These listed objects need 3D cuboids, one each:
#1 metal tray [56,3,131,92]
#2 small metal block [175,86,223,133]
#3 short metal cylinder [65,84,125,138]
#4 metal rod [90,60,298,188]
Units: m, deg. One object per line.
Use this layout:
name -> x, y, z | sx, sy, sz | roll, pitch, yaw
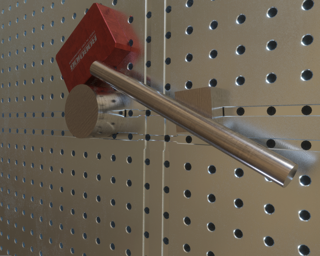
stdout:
metal tray -> -0.111, -0.120, 0.495 | 0.130, 0.030, 0.090 | -39, 66, 32
small metal block -> 0.046, -0.021, 0.370 | 0.050, 0.025, 0.050 | -4, 88, 39
short metal cylinder -> -0.101, -0.025, 0.473 | 0.080, 0.050, 0.079 | 0, 90, 39
metal rod -> 0.013, -0.022, 0.364 | 0.300, 0.025, 0.025 | 32, 110, 35
